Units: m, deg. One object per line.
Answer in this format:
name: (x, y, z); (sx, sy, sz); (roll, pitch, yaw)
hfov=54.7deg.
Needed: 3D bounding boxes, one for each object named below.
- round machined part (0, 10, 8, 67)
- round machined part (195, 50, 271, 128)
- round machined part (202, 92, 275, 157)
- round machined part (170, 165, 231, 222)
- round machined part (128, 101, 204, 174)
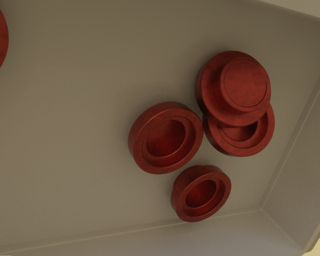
round machined part: (-0.177, -0.074, 0.240); (0.099, 0.042, 0.097); (-37, 147, -30)
round machined part: (0.097, -0.050, 0.388); (0.099, 0.042, 0.097); (2, 83, -15)
round machined part: (0.104, -0.009, 0.428); (0.099, 0.042, 0.097); (2, 84, -15)
round machined part: (0.060, 0.098, 0.491); (0.099, 0.042, 0.097); (-14, 124, -21)
round machined part: (0.004, 0.009, 0.405); (0.099, 0.042, 0.097); (-14, 124, -21)
